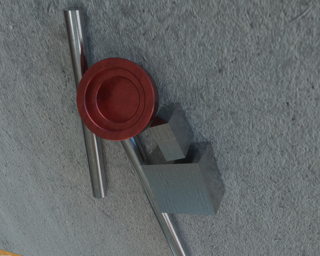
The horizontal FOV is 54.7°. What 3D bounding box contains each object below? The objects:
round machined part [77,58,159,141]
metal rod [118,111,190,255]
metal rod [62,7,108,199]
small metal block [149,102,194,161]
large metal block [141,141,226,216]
[{"bbox_3d":[-0.048,-0.035,0.382,0.098,0.042,0.097,1,95,15],"label":"round machined part"},{"bbox_3d":[-0.009,0.101,0.472,0.025,0.025,0.299,-9,114,31],"label":"metal rod"},{"bbox_3d":[-0.103,-0.016,0.449,0.025,0.025,0.298,13,124,21],"label":"metal rod"},{"bbox_3d":[0.016,0.004,0.380,0.025,0.050,0.050,-14,116,28],"label":"small metal block"},{"bbox_3d":[0.033,0.067,0.414,0.080,0.050,0.080,-6,116,30],"label":"large metal block"}]
